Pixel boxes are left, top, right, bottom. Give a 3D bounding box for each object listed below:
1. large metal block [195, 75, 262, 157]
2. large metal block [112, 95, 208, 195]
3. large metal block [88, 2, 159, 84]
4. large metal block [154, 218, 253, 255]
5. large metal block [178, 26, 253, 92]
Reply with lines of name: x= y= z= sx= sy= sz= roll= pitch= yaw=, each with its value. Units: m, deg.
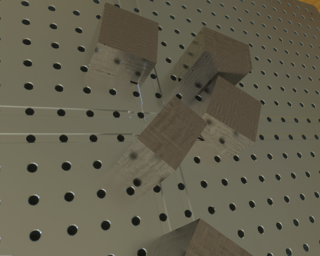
large metal block: x=0.097 y=-0.017 z=0.457 sx=0.080 sy=0.050 sz=0.080 roll=31 pitch=52 yaw=-9
large metal block: x=-0.001 y=0.021 z=0.361 sx=0.050 sy=0.080 sz=0.080 roll=41 pitch=51 yaw=-1
large metal block: x=-0.050 y=-0.119 z=0.439 sx=0.081 sy=0.050 sz=0.080 roll=15 pitch=56 yaw=-20
large metal block: x=0.043 y=0.143 z=0.310 sx=0.080 sy=0.080 sz=0.050 roll=36 pitch=51 yaw=-5
large metal block: x=0.082 y=-0.098 z=0.479 sx=0.081 sy=0.080 sz=0.050 roll=15 pitch=56 yaw=-20
